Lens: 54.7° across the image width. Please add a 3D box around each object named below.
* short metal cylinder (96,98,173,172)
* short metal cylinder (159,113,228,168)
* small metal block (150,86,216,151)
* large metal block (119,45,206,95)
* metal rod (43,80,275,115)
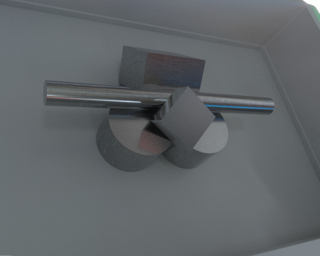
[{"bbox_3d":[-0.030,0.006,0.370,0.081,0.050,0.080,14,56,-21],"label":"short metal cylinder"},{"bbox_3d":[0.042,0.007,0.408,0.081,0.050,0.080,14,56,-21],"label":"short metal cylinder"},{"bbox_3d":[0.027,-0.011,0.348,0.050,0.025,0.050,45,70,-21],"label":"small metal block"},{"bbox_3d":[0.000,-0.074,0.408,0.081,0.050,0.080,1,18,-28],"label":"large metal block"},{"bbox_3d":[0.021,-0.033,0.373,0.303,0.025,0.025,1,62,-28],"label":"metal rod"}]
